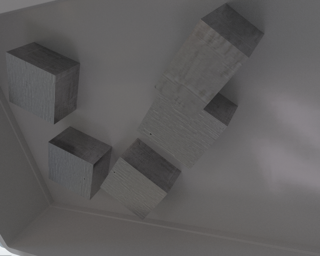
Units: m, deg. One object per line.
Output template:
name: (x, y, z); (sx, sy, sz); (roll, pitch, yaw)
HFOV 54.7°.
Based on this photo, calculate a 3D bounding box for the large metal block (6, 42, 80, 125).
large metal block: (-0.165, -0.064, 0.440); (0.080, 0.050, 0.079); (26, 128, 12)

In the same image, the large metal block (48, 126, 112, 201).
large metal block: (-0.128, 0.056, 0.495); (0.080, 0.050, 0.079); (24, 127, 13)

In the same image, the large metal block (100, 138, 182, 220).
large metal block: (-0.029, 0.076, 0.455); (0.080, 0.050, 0.080); (38, 129, 3)

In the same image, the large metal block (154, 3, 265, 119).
large metal block: (0.050, -0.067, 0.305); (0.050, 0.080, 0.080); (40, 129, 1)

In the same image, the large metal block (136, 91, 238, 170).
large metal block: (0.031, -0.011, 0.369); (0.080, 0.050, 0.080); (36, 129, 4)
